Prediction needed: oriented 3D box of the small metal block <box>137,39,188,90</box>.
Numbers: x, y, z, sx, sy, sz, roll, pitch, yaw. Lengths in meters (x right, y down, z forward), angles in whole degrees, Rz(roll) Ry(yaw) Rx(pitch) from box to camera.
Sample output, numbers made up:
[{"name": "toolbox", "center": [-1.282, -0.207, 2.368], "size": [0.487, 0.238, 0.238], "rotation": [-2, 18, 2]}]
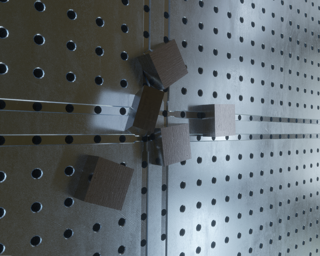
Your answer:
[{"name": "small metal block", "center": [0.005, -0.084, 0.415], "size": [0.050, 0.025, 0.050], "rotation": [-39, 114, -33]}]

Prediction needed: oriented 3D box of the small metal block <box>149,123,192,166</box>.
[{"name": "small metal block", "center": [0.014, 0.021, 0.424], "size": [0.050, 0.025, 0.050], "rotation": [-10, 97, -40]}]

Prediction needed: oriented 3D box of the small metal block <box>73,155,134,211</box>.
[{"name": "small metal block", "center": [-0.064, 0.063, 0.358], "size": [0.050, 0.025, 0.050], "rotation": [27, 73, -37]}]

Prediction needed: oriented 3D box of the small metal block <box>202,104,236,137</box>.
[{"name": "small metal block", "center": [0.094, -0.012, 0.491], "size": [0.050, 0.025, 0.050], "rotation": [-3, 92, -40]}]

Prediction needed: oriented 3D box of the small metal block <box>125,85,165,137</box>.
[{"name": "small metal block", "center": [-0.020, -0.019, 0.374], "size": [0.025, 0.050, 0.050], "rotation": [18, 78, -14]}]
